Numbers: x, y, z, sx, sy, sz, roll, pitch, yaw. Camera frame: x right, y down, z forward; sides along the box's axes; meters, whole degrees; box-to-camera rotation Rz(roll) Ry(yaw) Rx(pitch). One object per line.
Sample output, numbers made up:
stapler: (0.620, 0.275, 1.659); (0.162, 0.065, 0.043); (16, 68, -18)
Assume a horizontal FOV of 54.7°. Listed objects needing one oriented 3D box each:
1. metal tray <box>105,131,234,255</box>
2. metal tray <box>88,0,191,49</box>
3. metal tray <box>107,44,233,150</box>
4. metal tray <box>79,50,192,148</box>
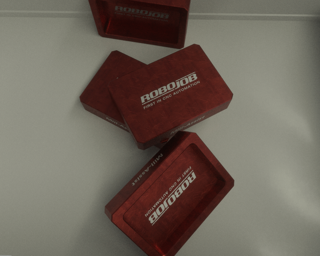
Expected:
metal tray: (0.014, 0.078, 0.355); (0.130, 0.030, 0.090); (-45, 109, -15)
metal tray: (-0.026, -0.157, 0.432); (0.131, 0.090, 0.030); (10, 71, 3)
metal tray: (0.012, -0.041, 0.389); (0.131, 0.030, 0.090); (-26, 72, -10)
metal tray: (-0.029, -0.040, 0.421); (0.130, 0.030, 0.090); (27, 72, 9)
